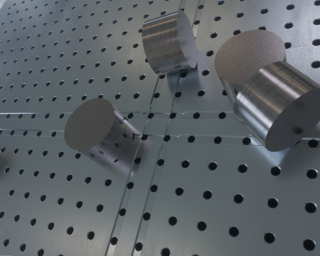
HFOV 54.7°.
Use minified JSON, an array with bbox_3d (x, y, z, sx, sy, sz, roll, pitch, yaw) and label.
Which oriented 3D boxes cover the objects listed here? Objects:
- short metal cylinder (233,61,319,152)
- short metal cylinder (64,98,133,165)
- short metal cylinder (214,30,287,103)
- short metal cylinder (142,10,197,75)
[{"bbox_3d":[0.124,-0.021,0.321,0.080,0.080,0.050,-38,51,2],"label":"short metal cylinder"},{"bbox_3d":[-0.085,0.005,0.434,0.080,0.050,0.080,-13,56,21],"label":"short metal cylinder"},{"bbox_3d":[0.112,-0.072,0.377,0.080,0.050,0.080,-13,56,21],"label":"short metal cylinder"},{"bbox_3d":[0.016,-0.119,0.438,0.050,0.080,0.080,-9,58,23],"label":"short metal cylinder"}]
